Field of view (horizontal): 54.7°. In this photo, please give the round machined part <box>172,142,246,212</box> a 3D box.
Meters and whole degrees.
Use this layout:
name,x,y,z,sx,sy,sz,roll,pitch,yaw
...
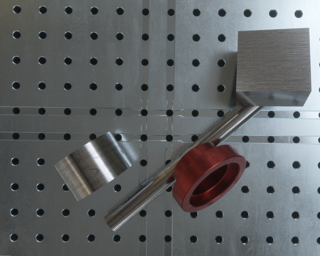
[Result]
name,x,y,z,sx,sy,sz,roll,pitch,yaw
round machined part,0.056,0.057,0.387,0.098,0.098,0.042,-40,55,0

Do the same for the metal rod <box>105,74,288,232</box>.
name,x,y,z,sx,sy,sz,roll,pitch,yaw
metal rod,0.050,0.031,0.413,0.300,0.025,0.025,-40,90,0

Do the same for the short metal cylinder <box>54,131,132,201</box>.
name,x,y,z,sx,sy,sz,roll,pitch,yaw
short metal cylinder,-0.082,0.047,0.385,0.080,0.080,0.050,-33,90,0

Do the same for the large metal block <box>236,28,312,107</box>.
name,x,y,z,sx,sy,sz,roll,pitch,yaw
large metal block,0.137,-0.073,0.383,0.080,0.050,0.080,2,74,15
